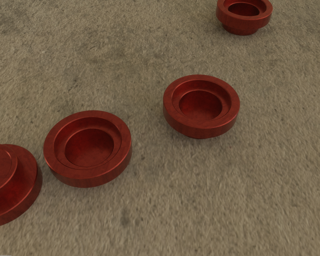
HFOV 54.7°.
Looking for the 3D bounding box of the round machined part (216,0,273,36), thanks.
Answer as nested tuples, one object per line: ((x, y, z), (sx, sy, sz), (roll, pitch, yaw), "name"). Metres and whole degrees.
((0.151, -0.206, 0.567), (0.099, 0.042, 0.098), (0, 50, 0), "round machined part")

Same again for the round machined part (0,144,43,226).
((-0.187, 0.056, 0.343), (0.099, 0.042, 0.098), (0, 50, 0), "round machined part")

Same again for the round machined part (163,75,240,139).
((0.053, -0.024, 0.413), (0.099, 0.042, 0.098), (0, 50, 0), "round machined part")

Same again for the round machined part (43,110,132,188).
((-0.082, 0.028, 0.367), (0.099, 0.042, 0.098), (0, 50, 0), "round machined part")
